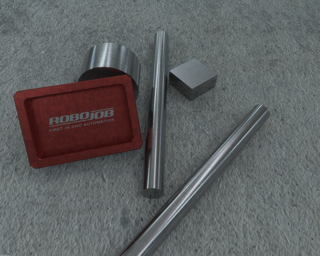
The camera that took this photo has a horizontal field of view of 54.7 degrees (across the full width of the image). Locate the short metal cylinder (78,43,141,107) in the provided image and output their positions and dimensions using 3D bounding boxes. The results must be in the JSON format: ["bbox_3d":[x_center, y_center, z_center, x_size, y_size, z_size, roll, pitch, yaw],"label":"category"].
[{"bbox_3d":[-0.068,-0.068,0.424,0.081,0.080,0.050,1,50,0],"label":"short metal cylinder"}]

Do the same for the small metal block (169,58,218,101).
[{"bbox_3d":[0.049,-0.074,0.466,0.050,0.025,0.050,-31,57,-24],"label":"small metal block"}]

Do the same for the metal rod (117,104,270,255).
[{"bbox_3d":[0.041,0.065,0.348,0.025,0.025,0.302,33,57,24],"label":"metal rod"}]

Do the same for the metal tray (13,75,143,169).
[{"bbox_3d":[-0.093,-0.010,0.369,0.131,0.089,0.030,-10,10,-9],"label":"metal tray"}]

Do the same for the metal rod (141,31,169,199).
[{"bbox_3d":[-0.003,-0.042,0.438,0.025,0.025,0.300,2,50,1],"label":"metal rod"}]
